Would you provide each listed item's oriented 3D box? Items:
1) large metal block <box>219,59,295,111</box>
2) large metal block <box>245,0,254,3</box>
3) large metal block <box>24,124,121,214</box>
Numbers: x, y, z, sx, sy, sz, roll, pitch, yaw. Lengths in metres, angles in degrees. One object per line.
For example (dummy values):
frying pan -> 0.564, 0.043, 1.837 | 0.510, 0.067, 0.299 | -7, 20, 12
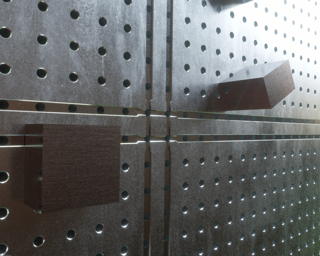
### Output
large metal block -> 0.158, -0.069, 0.504 | 0.081, 0.080, 0.050 | -33, 111, -35
large metal block -> 0.166, -0.279, 0.530 | 0.080, 0.050, 0.080 | 47, 62, -30
large metal block -> -0.089, 0.037, 0.318 | 0.081, 0.050, 0.080 | 2, 89, -40
